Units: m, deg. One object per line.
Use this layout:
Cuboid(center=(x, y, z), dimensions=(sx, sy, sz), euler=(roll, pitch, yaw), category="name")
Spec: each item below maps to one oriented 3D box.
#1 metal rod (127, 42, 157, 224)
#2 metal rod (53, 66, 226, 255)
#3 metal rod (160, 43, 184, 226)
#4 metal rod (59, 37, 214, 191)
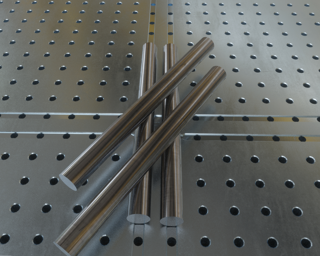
Cuboid(center=(-0.020, -0.019, 0.424), dimensions=(0.025, 0.025, 0.300), euler=(1, 50, 1), category="metal rod")
Cuboid(center=(-0.002, 0.017, 0.361), dimensions=(0.025, 0.025, 0.301), euler=(28, 55, 21), category="metal rod")
Cuboid(center=(0.015, -0.016, 0.422), dimensions=(0.025, 0.025, 0.300), euler=(1, 50, 1), category="metal rod")
Cuboid(center=(-0.012, -0.037, 0.407), dimensions=(0.025, 0.025, 0.301), euler=(28, 55, 21), category="metal rod")
